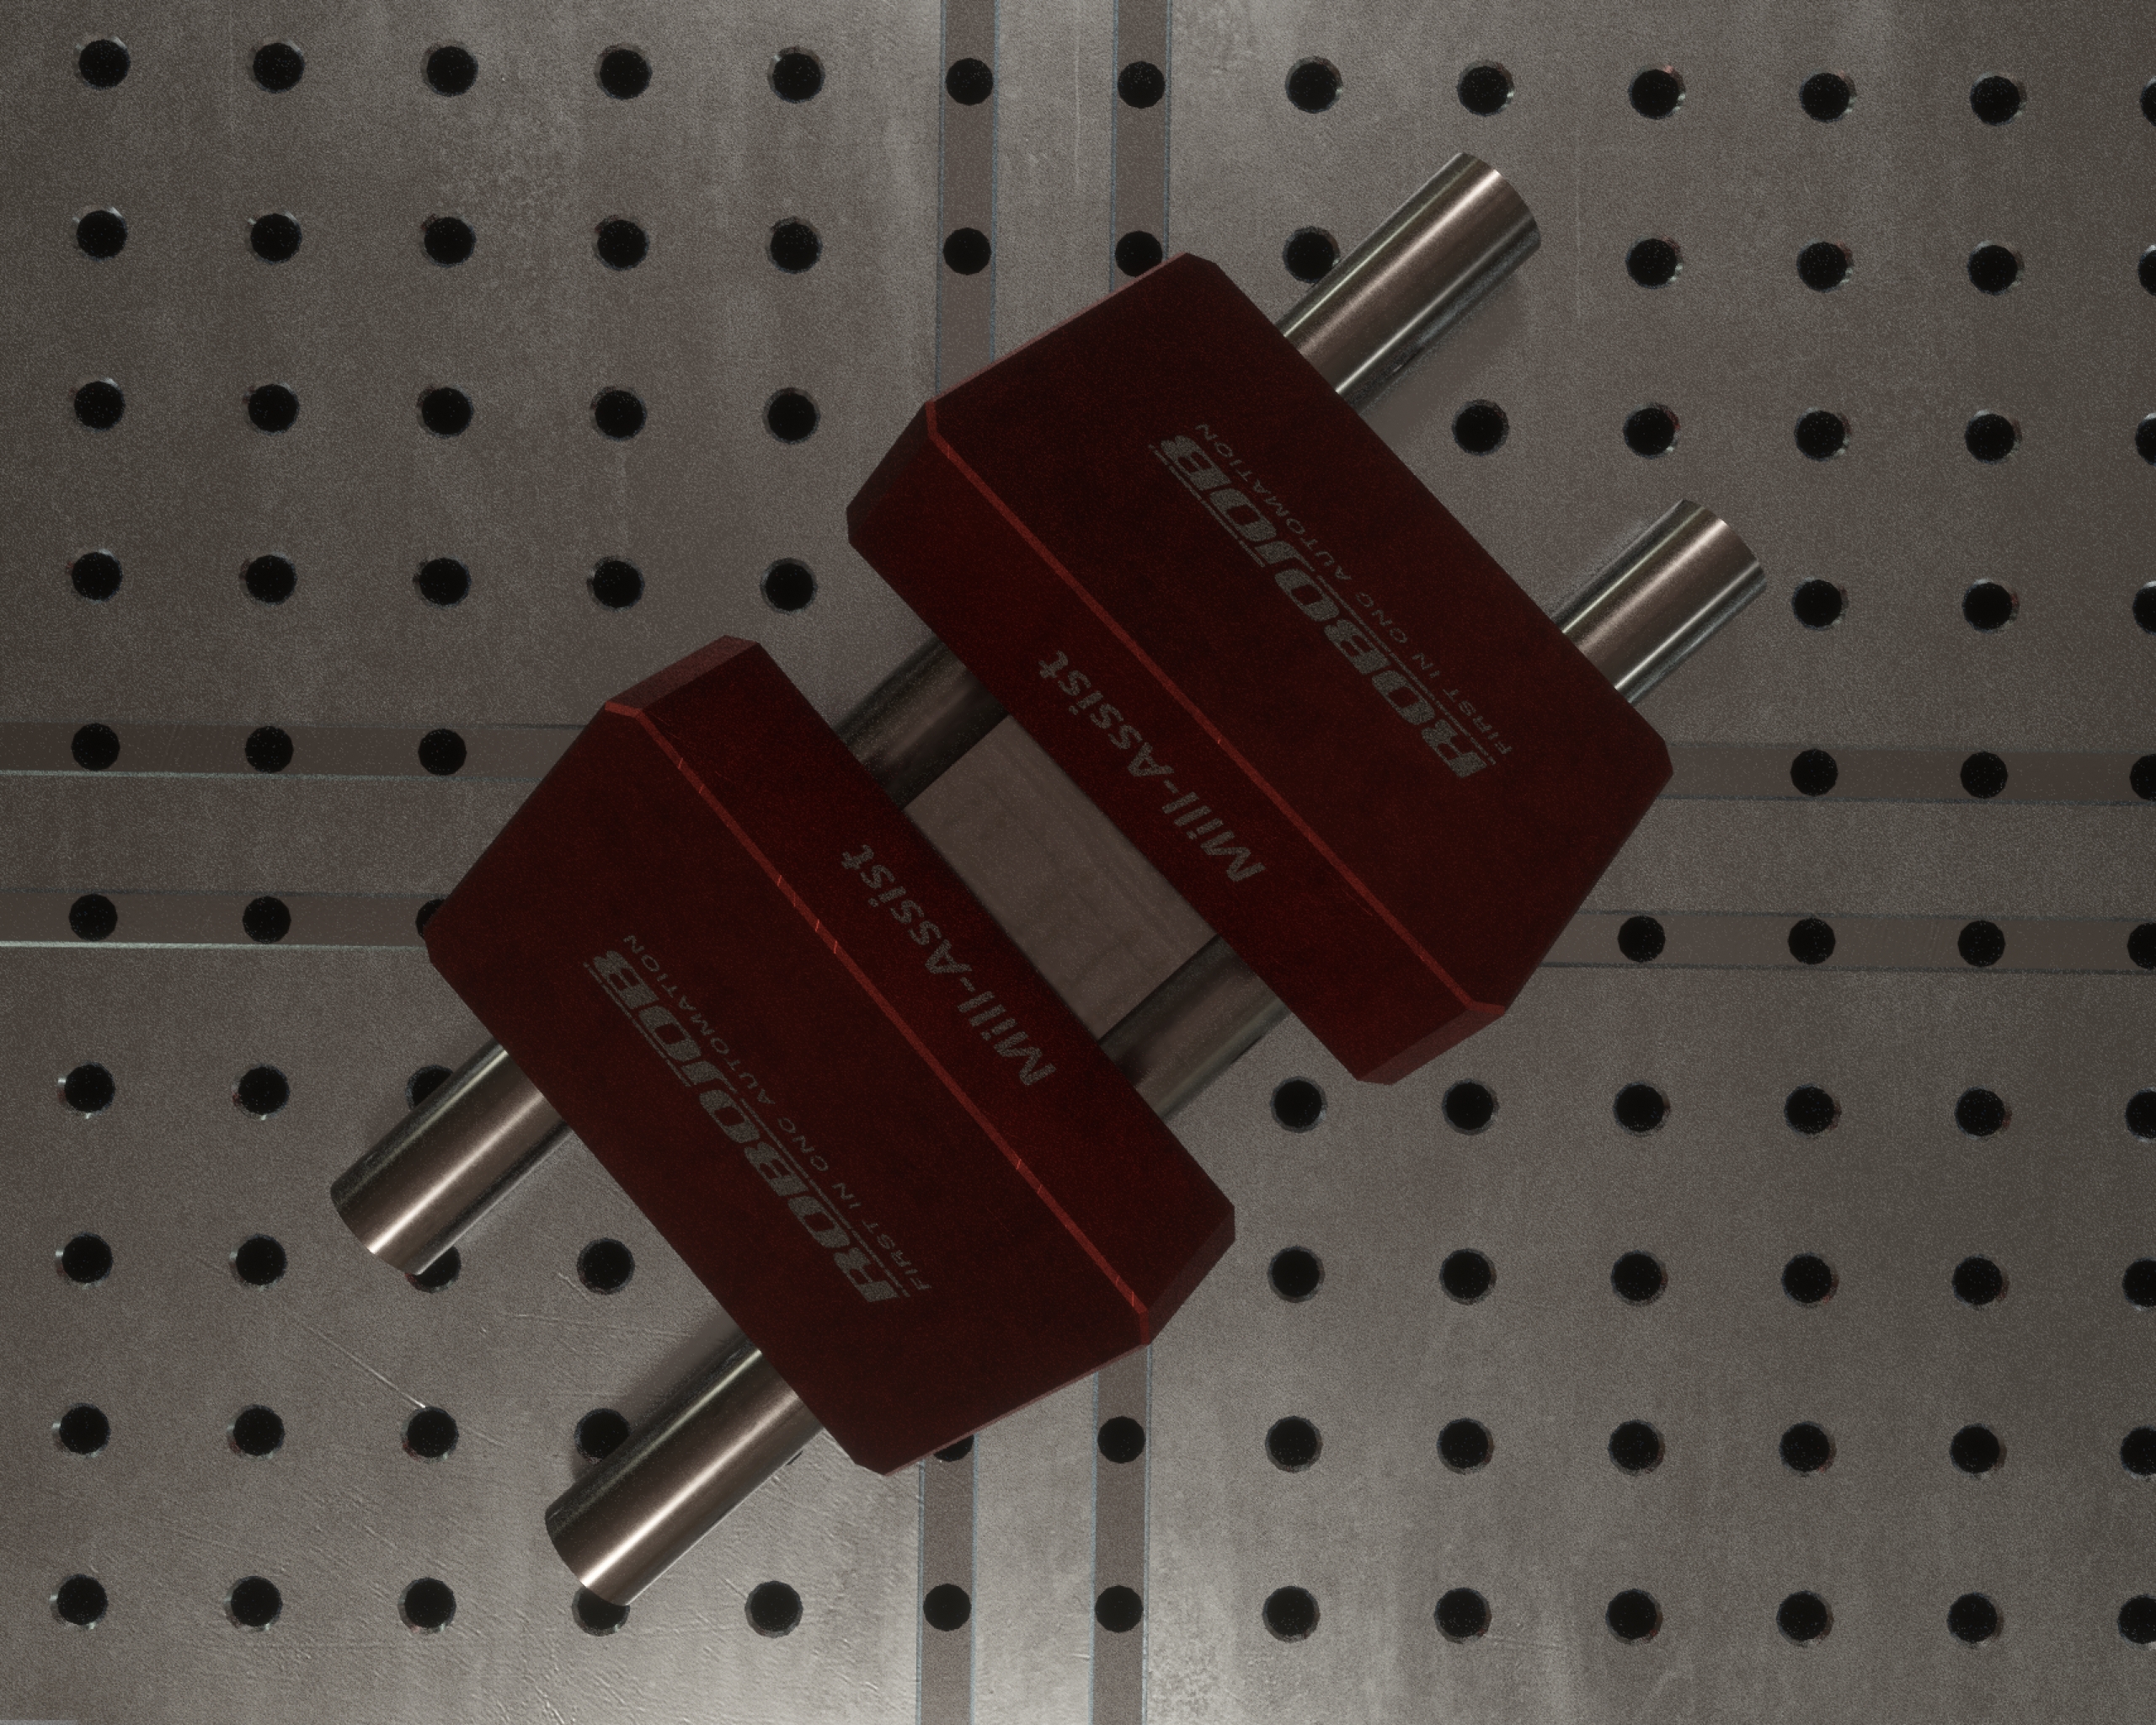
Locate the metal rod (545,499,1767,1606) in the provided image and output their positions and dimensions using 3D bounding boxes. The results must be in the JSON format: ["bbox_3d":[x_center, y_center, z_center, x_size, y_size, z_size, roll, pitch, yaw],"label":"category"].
[{"bbox_3d":[0.016,0.037,0.414,0.300,0.025,0.025,-42,91,-1],"label":"metal rod"}]

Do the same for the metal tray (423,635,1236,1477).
[{"bbox_3d":[-0.046,0.037,0.359,0.130,0.030,0.090,50,133,-1],"label":"metal tray"}]

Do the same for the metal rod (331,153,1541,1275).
[{"bbox_3d":[-0.027,-0.030,0.413,0.300,0.025,0.025,-43,91,-1],"label":"metal rod"}]

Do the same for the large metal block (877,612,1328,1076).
[{"bbox_3d":[0.001,-0.002,0.385,0.080,0.080,0.050,-42,91,0],"label":"large metal block"}]

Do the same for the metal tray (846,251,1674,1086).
[{"bbox_3d":[0.035,-0.037,0.359,0.130,0.030,0.090,47,46,0],"label":"metal tray"}]
